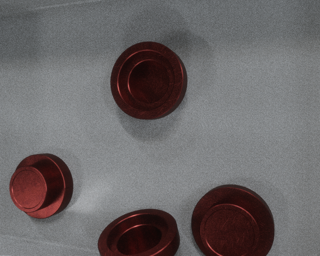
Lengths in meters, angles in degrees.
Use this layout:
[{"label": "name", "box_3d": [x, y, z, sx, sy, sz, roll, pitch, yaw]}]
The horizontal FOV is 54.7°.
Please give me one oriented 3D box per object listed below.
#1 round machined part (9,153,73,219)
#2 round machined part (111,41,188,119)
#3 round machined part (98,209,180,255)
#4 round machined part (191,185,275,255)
[{"label": "round machined part", "box_3d": [-0.185, 0.088, 0.467, 0.098, 0.042, 0.097, 0, 90, 20]}, {"label": "round machined part", "box_3d": [-0.011, -0.059, 0.405, 0.098, 0.042, 0.097, 0, 90, 20]}, {"label": "round machined part", "box_3d": [-0.023, 0.147, 0.384, 0.098, 0.098, 0.042, -5, 109, 20]}, {"label": "round machined part", "box_3d": [0.085, 0.120, 0.371, 0.098, 0.042, 0.097, 0, 90, 20]}]
